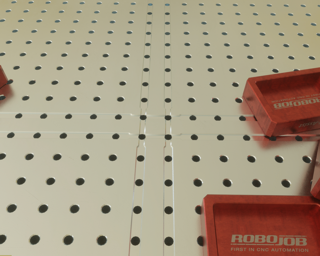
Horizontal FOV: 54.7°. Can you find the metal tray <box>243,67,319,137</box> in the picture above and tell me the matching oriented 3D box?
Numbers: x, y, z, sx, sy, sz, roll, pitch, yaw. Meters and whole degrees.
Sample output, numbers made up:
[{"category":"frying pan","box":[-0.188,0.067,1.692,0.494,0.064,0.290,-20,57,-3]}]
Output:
[{"category":"metal tray","box":[0.197,-0.040,0.440,0.131,0.030,0.090,-9,51,-9]}]

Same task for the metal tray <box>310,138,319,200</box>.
[{"category":"metal tray","box":[0.228,0.045,0.348,0.090,0.030,0.131,23,39,18]}]

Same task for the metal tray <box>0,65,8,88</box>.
[{"category":"metal tray","box":[-0.312,-0.078,0.465,0.130,0.030,0.090,24,54,18]}]

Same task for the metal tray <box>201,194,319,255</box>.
[{"category":"metal tray","box":[0.110,0.114,0.309,0.131,0.030,0.090,1,50,0]}]
